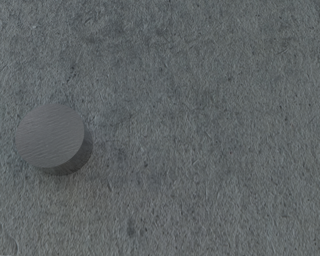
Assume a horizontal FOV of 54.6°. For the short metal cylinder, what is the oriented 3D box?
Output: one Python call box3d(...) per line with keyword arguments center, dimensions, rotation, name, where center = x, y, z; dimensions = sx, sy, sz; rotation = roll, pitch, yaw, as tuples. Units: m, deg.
box3d(center=(-0.129, 0.016, 0.388), dimensions=(0.080, 0.050, 0.080), rotation=(0, 70, 0), name="short metal cylinder")
